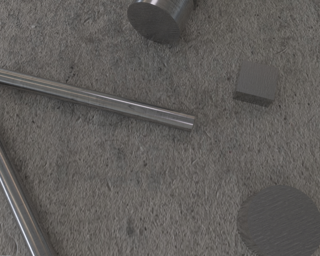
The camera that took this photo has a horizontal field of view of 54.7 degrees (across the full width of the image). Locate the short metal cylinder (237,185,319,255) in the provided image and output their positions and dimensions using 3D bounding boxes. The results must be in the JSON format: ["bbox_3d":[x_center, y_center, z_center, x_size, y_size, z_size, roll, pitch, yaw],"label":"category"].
[{"bbox_3d":[0.134,0.109,0.356,0.081,0.050,0.080,0,70,0],"label":"short metal cylinder"}]

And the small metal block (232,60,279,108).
[{"bbox_3d":[0.133,-0.062,0.432,0.050,0.025,0.050,15,71,5],"label":"small metal block"}]

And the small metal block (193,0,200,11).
[{"bbox_3d":[0.042,-0.220,0.489,0.050,0.025,0.050,21,71,7],"label":"small metal block"}]

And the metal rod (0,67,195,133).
[{"bbox_3d":[-0.102,-0.042,0.422,0.301,0.025,0.025,14,71,5],"label":"metal rod"}]

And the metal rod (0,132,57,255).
[{"bbox_3d":[-0.185,0.065,0.382,0.025,0.025,0.299,-30,73,-10],"label":"metal rod"}]

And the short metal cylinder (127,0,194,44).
[{"bbox_3d":[0.001,-0.165,0.439,0.080,0.080,0.050,23,72,8],"label":"short metal cylinder"}]
